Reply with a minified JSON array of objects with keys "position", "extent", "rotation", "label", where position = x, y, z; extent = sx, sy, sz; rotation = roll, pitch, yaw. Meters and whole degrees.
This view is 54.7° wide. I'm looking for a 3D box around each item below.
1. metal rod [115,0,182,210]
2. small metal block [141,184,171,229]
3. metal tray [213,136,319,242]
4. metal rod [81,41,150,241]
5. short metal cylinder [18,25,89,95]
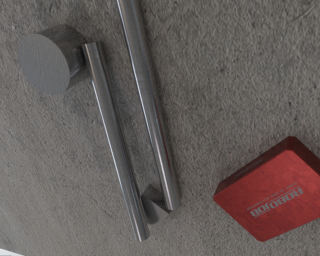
[{"position":[-0.009,-0.016,0.401],"extent":[0.025,0.025,0.298],"rotation":[2,120,27],"label":"metal rod"},{"position":[-0.012,0.124,0.490],"extent":[0.050,0.025,0.050],"rotation":[37,129,3],"label":"small metal block"},{"position":[0.141,0.080,0.379],"extent":[0.090,0.030,0.129],"rotation":[43,129,-2],"label":"metal tray"},{"position":[-0.057,0.031,0.436],"extent":[0.025,0.025,0.298],"rotation":[-1,112,29],"label":"metal rod"},{"position":[-0.135,-0.090,0.407],"extent":[0.080,0.050,0.079],"rotation":[13,124,21],"label":"short metal cylinder"}]
